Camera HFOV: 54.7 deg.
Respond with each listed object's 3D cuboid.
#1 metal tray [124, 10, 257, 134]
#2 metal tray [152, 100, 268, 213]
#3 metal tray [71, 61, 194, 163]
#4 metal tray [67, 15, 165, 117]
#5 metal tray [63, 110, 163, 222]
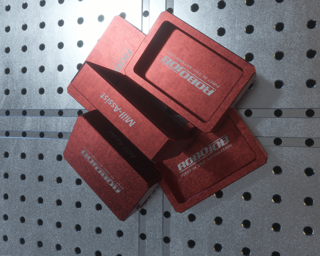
[{"bbox_3d":[0.034,-0.065,0.365,0.130,0.030,0.090,38,102,15],"label":"metal tray"},{"bbox_3d":[0.055,0.036,0.389,0.130,0.030,0.090,-35,79,16],"label":"metal tray"},{"bbox_3d":[-0.028,-0.019,0.354,0.130,0.090,0.030,42,103,14],"label":"metal tray"},{"bbox_3d":[-0.058,-0.076,0.428,0.090,0.030,0.130,40,102,15],"label":"metal tray"},{"bbox_3d":[-0.068,0.050,0.413,0.130,0.030,0.089,44,129,14],"label":"metal tray"}]
